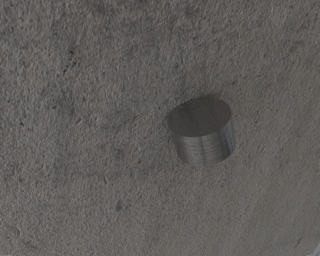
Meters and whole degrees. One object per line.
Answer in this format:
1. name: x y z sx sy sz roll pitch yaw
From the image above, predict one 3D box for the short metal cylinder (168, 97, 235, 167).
1. short metal cylinder: 0.055 0.004 0.403 0.080 0.080 0.050 -27 128 -12
